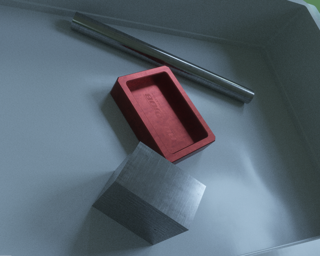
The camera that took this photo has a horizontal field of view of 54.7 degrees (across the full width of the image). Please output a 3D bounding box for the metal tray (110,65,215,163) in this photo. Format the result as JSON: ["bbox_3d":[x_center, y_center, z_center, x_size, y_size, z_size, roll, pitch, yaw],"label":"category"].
[{"bbox_3d":[0.004,-0.017,0.416,0.091,0.030,0.130,-23,74,-36],"label":"metal tray"}]

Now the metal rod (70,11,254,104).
[{"bbox_3d":[0.015,-0.102,0.477,0.302,0.025,0.025,20,54,-17],"label":"metal rod"}]

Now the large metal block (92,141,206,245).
[{"bbox_3d":[-0.013,0.071,0.321,0.080,0.080,0.050,35,51,-6],"label":"large metal block"}]

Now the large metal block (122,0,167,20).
[{"bbox_3d":[-0.026,-0.246,0.530,0.080,0.050,0.080,36,51,-5],"label":"large metal block"}]
